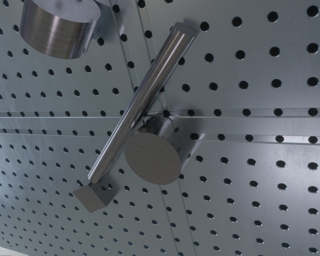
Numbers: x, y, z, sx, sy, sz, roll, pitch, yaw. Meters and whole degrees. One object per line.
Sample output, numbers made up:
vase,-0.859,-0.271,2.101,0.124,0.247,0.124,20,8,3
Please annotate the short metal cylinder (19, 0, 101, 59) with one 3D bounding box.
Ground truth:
short metal cylinder,-0.116,-0.125,0.359,0.080,0.080,0.050,37,129,3

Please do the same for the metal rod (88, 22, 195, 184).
metal rod,-0.041,-0.012,0.425,0.025,0.025,0.298,38,129,2

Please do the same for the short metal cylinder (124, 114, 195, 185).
short metal cylinder,0.000,0.028,0.413,0.080,0.050,0.079,13,124,21

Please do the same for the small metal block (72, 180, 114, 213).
small metal block,-0.118,0.118,0.546,0.050,0.025,0.050,-28,103,37
